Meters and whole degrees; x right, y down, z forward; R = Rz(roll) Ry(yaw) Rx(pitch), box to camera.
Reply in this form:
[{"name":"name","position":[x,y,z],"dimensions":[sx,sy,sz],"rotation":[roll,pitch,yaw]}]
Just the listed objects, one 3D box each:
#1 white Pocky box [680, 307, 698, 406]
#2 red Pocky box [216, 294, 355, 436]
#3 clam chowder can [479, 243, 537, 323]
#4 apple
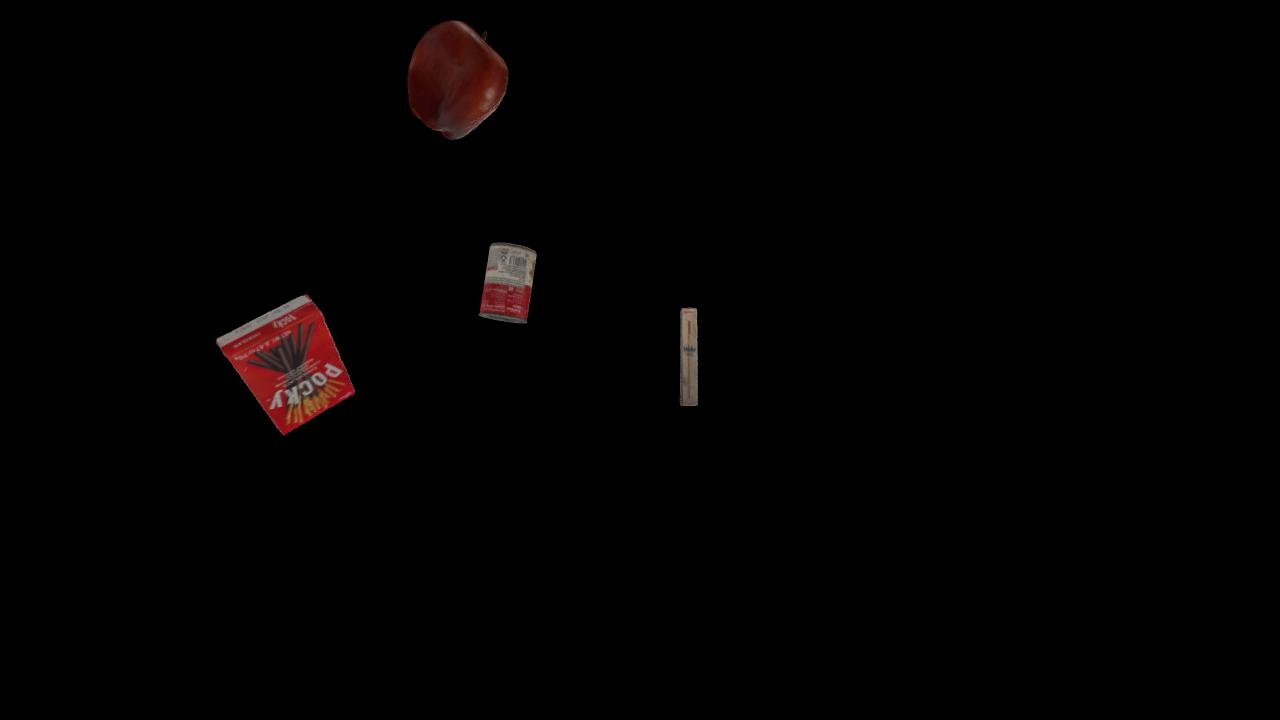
[{"name":"white Pocky box","position":[0.078,-0.003,0.993],"dimensions":[0.028,0.154,0.084],"rotation":[0,-4,3]},{"name":"red Pocky box","position":[-0.330,0.009,0.588],"dimensions":[0.083,0.028,0.155],"rotation":[-39,-17,-29]},{"name":"clam chowder can","position":[-0.185,-0.107,0.866],"dimensions":[0.068,0.102,0.068],"rotation":[7,-3,0]},{"name":"apple","position":[-0.158,-0.242,0.530],"dimensions":[0.079,0.093,0.079],"rotation":[37,13,-10]}]
